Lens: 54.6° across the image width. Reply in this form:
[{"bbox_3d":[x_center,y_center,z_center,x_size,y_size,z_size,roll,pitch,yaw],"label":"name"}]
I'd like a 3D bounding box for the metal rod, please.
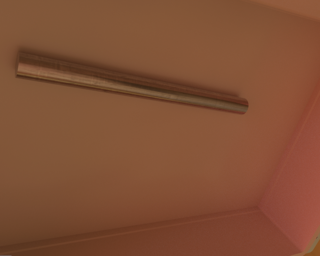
[{"bbox_3d":[-0.008,-0.046,0.374,0.302,0.025,0.025,6,115,-31],"label":"metal rod"}]
